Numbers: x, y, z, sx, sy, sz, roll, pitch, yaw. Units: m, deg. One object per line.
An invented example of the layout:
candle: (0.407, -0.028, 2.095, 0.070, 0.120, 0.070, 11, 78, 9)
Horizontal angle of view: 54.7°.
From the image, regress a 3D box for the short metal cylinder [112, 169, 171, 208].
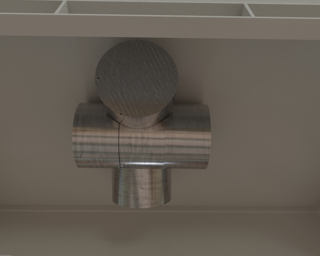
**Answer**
short metal cylinder: (-0.025, 0.071, 0.421, 0.081, 0.080, 0.050, 0, 96, 0)

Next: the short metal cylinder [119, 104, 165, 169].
short metal cylinder: (-0.020, 0.010, 0.379, 0.050, 0.080, 0.079, 1, 130, -1)

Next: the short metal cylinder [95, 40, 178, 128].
short metal cylinder: (-0.023, -0.044, 0.324, 0.081, 0.080, 0.050, 1, 168, -1)

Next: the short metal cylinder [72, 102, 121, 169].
short metal cylinder: (-0.071, 0.009, 0.378, 0.050, 0.080, 0.079, 1, 130, -1)

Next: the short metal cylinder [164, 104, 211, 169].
short metal cylinder: (0.031, 0.010, 0.380, 0.050, 0.080, 0.079, 1, 130, -1)
